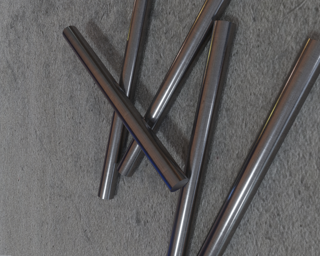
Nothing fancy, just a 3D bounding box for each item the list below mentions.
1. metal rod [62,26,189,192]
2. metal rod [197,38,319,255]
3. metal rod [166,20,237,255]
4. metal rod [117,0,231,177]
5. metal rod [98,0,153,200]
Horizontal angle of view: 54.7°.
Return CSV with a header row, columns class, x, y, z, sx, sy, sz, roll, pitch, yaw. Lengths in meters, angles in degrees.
class,x,y,z,sx,sy,sz,roll,pitch,yaw
metal rod,-0.059,-0.042,0.417,0.025,0.025,0.300,-52,60,27
metal rod,0.093,0.055,0.326,0.025,0.025,0.298,34,110,34
metal rod,0.045,0.029,0.365,0.025,0.025,0.298,17,101,38
metal rod,0.018,-0.059,0.388,0.025,0.025,0.298,43,116,31
metal rod,-0.051,-0.040,0.444,0.025,0.025,0.298,20,102,38
